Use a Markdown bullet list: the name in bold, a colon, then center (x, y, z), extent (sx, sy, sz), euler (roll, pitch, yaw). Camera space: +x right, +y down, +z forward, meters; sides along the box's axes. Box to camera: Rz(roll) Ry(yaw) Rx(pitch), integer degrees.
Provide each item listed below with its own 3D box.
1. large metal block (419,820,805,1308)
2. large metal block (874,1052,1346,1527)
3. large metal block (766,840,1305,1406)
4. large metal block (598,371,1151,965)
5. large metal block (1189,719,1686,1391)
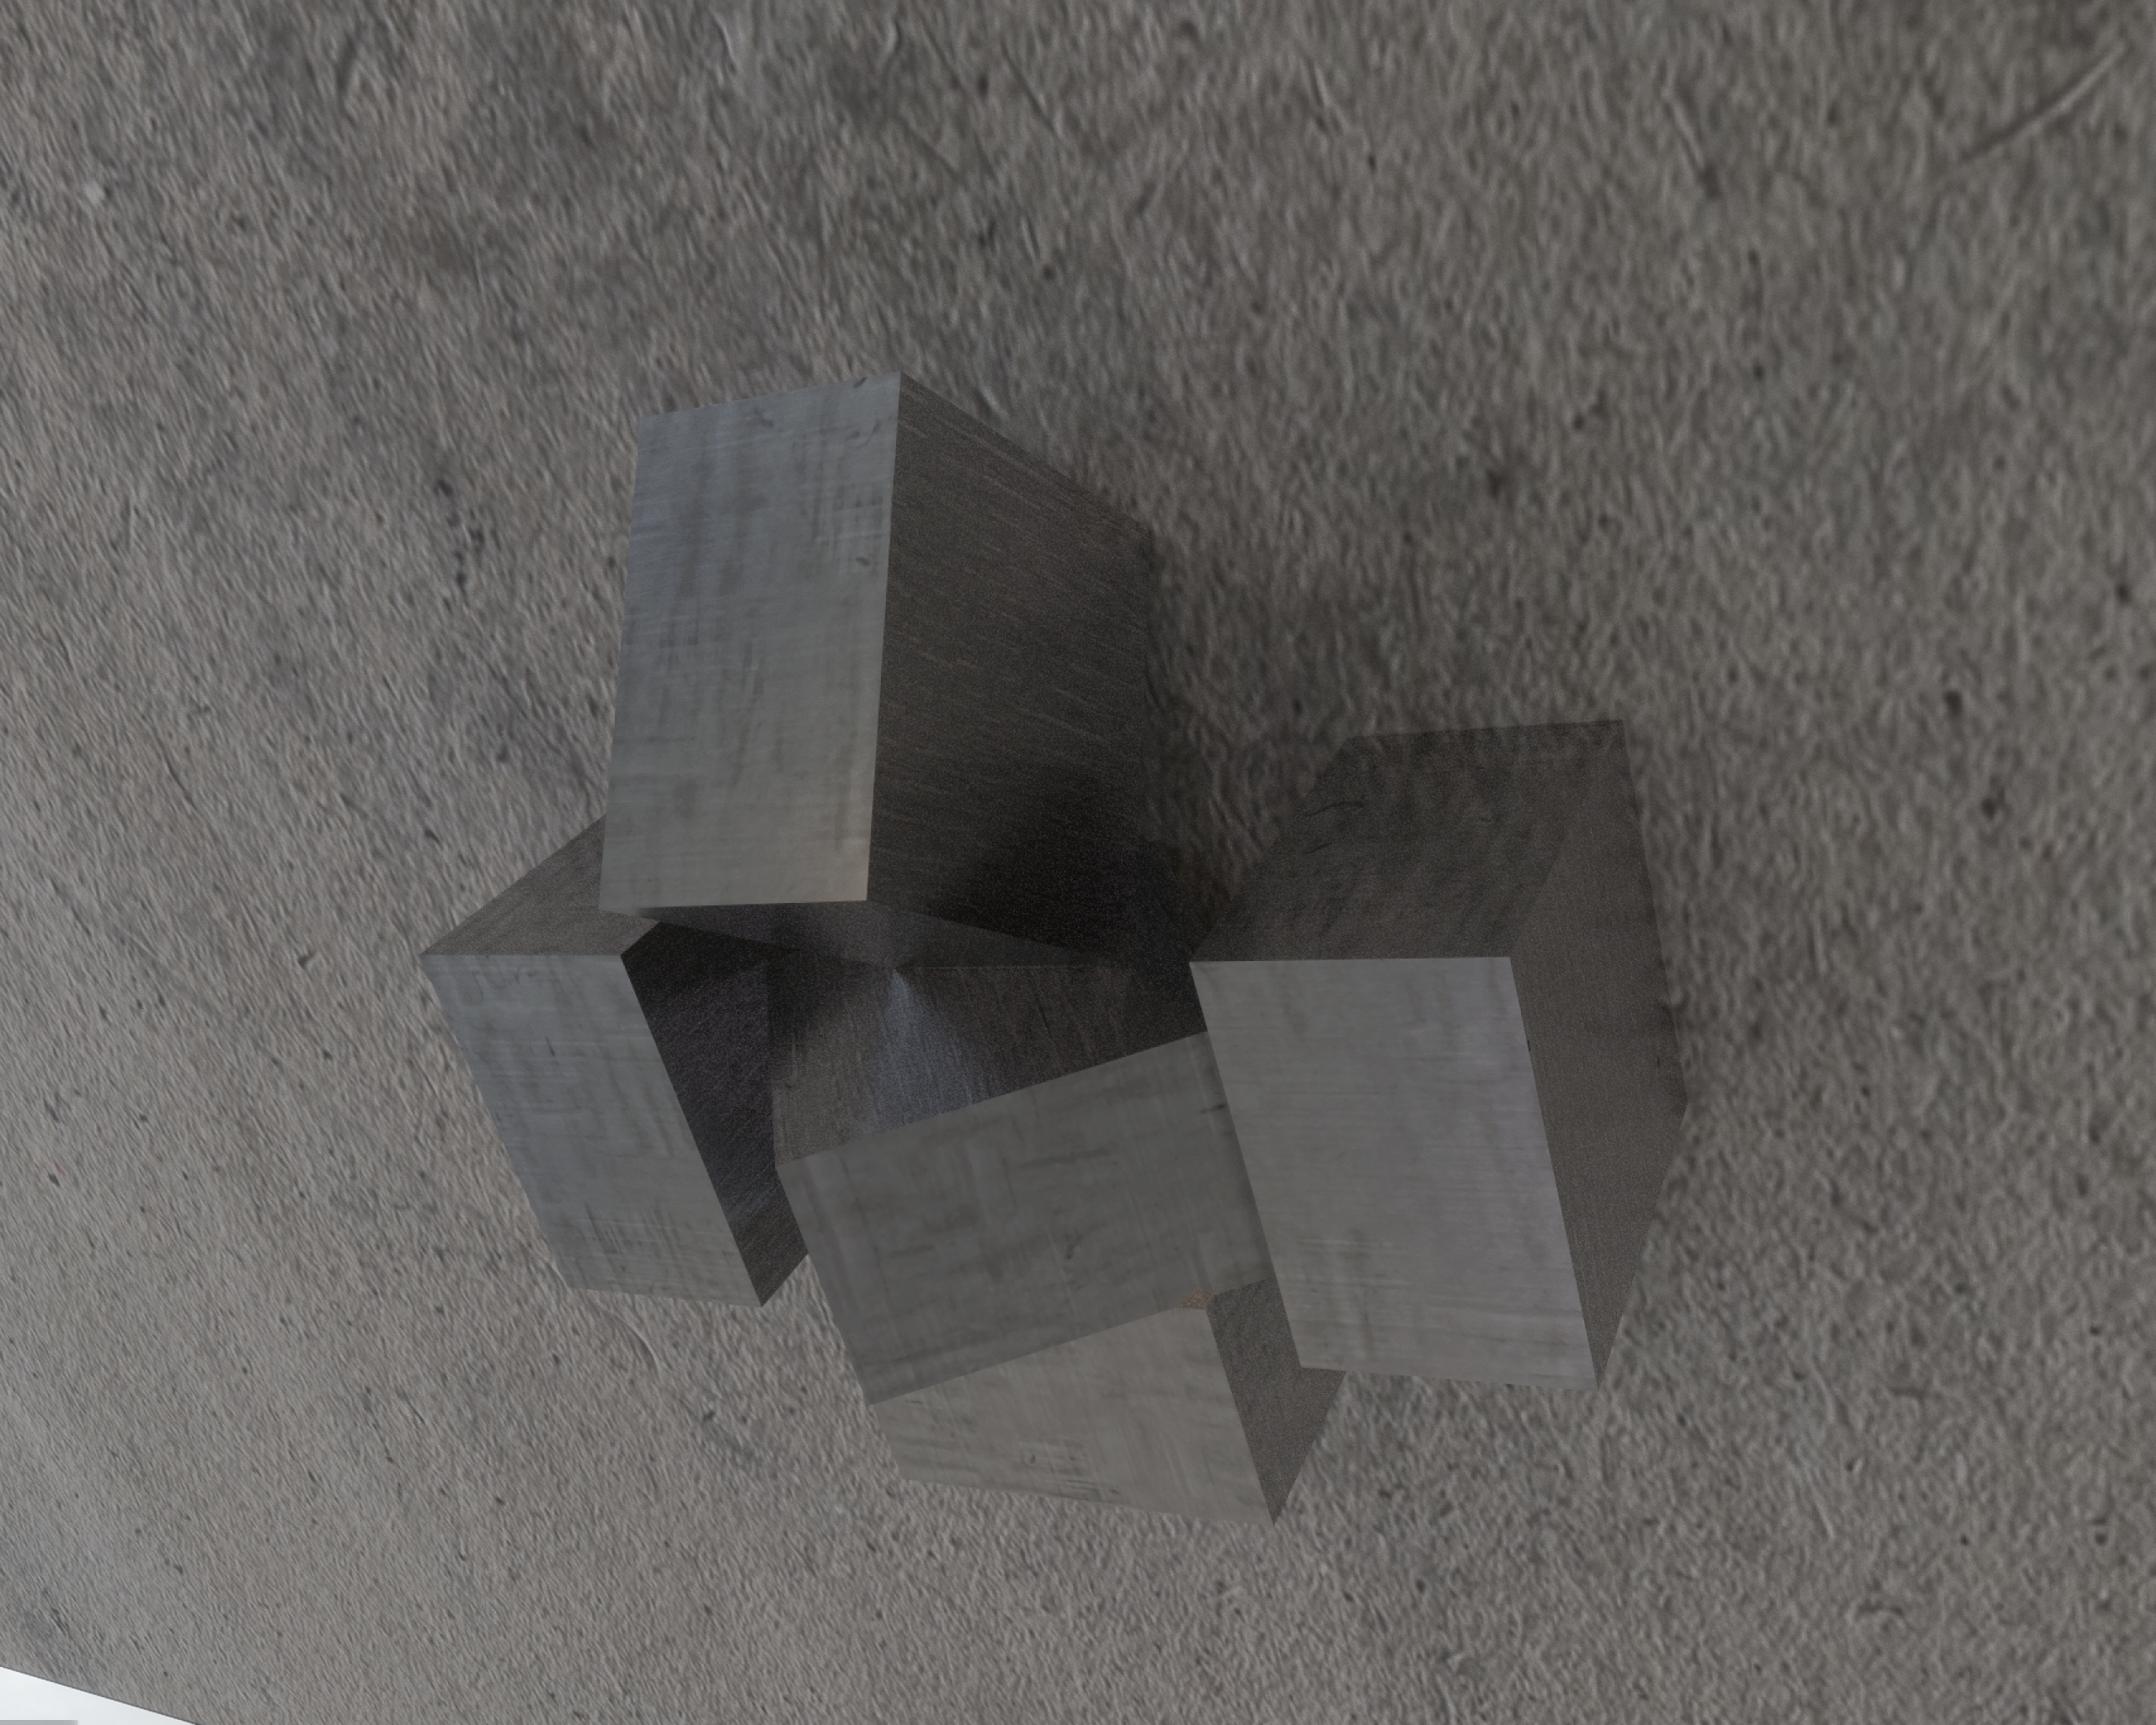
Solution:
- **large metal block**: center (-0.076, 0.033, 0.431), extent (0.050, 0.080, 0.080), euler (-1, 118, 30)
- **large metal block**: center (0.010, 0.080, 0.415), extent (0.080, 0.080, 0.050), euler (-2, 118, 29)
- **large metal block**: center (-0.010, 0.044, 0.384), extent (0.080, 0.080, 0.050), euler (-17, 114, -3)
- **large metal block**: center (-0.030, -0.027, 0.350), extent (0.050, 0.080, 0.080), euler (-2, 80, 29)
- **large metal block**: center (0.066, 0.030, 0.355), extent (0.050, 0.080, 0.080), euler (-3, 117, 28)
